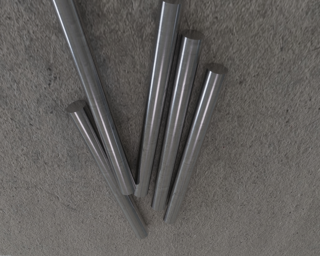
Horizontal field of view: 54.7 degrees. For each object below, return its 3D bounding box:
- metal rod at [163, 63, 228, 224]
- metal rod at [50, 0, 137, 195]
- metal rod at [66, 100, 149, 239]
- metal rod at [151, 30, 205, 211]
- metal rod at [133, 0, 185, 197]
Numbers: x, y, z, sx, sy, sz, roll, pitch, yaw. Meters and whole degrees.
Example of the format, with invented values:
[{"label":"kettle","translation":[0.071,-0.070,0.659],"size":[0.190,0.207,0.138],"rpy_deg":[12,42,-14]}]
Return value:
[{"label":"metal rod","translation":[0.041,0.045,0.445],"size":[0.025,0.025,0.298],"rpy_deg":[7,130,-6]},{"label":"metal rod","translation":[-0.072,-0.026,0.374],"size":[0.025,0.025,0.298],"rpy_deg":[-7,127,6]},{"label":"metal rod","translation":[-0.068,0.084,0.477],"size":[0.025,0.025,0.299],"rpy_deg":[-11,130,9]},{"label":"metal rod","translation":[0.016,0.015,0.419],"size":[0.025,0.025,0.298],"rpy_deg":[5,130,-5]},{"label":"metal rod","translation":[-0.010,-0.012,0.396],"size":[0.025,0.025,0.298],"rpy_deg":[6,130,-5]}]
